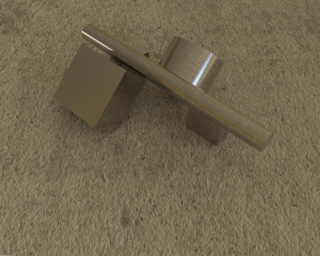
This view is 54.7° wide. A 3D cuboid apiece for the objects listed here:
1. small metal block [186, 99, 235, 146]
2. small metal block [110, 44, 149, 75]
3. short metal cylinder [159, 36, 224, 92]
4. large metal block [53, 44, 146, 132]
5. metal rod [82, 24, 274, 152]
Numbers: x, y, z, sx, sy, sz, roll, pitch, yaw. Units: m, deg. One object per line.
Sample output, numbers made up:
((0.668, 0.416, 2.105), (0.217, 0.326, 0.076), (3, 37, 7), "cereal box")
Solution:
((0.063, -0.012, 0.396), (0.050, 0.050, 0.025), (33, 58, 24), "small metal block")
((-0.044, -0.090, 0.464), (0.050, 0.050, 0.025), (-32, 57, -24), "small metal block")
((0.042, -0.086, 0.434), (0.080, 0.080, 0.050), (32, 98, 23), "short metal cylinder")
((-0.080, -0.051, 0.408), (0.080, 0.050, 0.080), (33, 98, 24), "large metal block")
((0.004, -0.063, 0.393), (0.300, 0.025, 0.025), (36, 58, 26), "metal rod")
